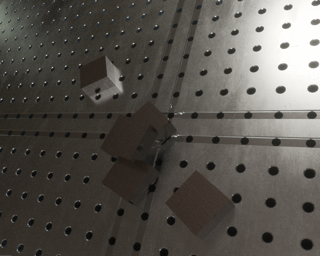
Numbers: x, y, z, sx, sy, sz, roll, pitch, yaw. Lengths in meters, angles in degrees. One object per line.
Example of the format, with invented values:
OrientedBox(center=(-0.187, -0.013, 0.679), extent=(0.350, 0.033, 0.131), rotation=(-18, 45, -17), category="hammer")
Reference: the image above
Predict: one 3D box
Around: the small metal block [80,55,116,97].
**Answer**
OrientedBox(center=(-0.104, -0.086, 0.513), extent=(0.050, 0.025, 0.050), rotation=(-22, 54, 14), category="small metal block")

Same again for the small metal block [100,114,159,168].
OrientedBox(center=(-0.038, 0.016, 0.385), extent=(0.050, 0.025, 0.050), rotation=(17, 70, 34), category="small metal block")

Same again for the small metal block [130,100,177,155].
OrientedBox(center=(-0.015, -0.001, 0.415), extent=(0.050, 0.025, 0.050), rotation=(-42, 51, -2), category="small metal block")

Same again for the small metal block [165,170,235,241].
OrientedBox(center=(0.043, 0.083, 0.334), extent=(0.050, 0.025, 0.050), rotation=(-46, 52, -5), category="small metal block")

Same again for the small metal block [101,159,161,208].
OrientedBox(center=(-0.036, 0.062, 0.388), extent=(0.050, 0.025, 0.050), rotation=(25, 75, 36), category="small metal block")
